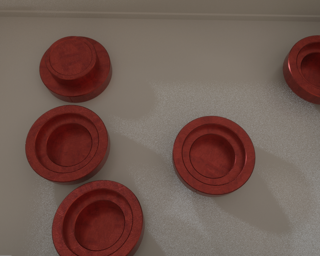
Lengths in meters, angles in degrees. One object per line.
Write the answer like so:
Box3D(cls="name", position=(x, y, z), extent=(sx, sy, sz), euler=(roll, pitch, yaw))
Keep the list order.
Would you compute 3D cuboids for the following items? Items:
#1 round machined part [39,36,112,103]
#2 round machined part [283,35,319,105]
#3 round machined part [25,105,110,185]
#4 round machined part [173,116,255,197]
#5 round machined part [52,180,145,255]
Box3D(cls="round machined part", position=(-0.119, -0.088, 0.431), extent=(0.099, 0.042, 0.098), euler=(0, 70, -1))
Box3D(cls="round machined part", position=(0.220, -0.076, 0.431), extent=(0.099, 0.042, 0.098), euler=(0, 70, -1))
Box3D(cls="round machined part", position=(-0.112, 0.024, 0.391), extent=(0.099, 0.042, 0.098), euler=(0, 70, -1))
Box3D(cls="round machined part", position=(0.064, 0.037, 0.388), extent=(0.099, 0.042, 0.098), euler=(0, 70, -1))
Box3D(cls="round machined part", position=(-0.066, 0.112, 0.351), extent=(0.099, 0.042, 0.098), euler=(-2, 56, 3))
